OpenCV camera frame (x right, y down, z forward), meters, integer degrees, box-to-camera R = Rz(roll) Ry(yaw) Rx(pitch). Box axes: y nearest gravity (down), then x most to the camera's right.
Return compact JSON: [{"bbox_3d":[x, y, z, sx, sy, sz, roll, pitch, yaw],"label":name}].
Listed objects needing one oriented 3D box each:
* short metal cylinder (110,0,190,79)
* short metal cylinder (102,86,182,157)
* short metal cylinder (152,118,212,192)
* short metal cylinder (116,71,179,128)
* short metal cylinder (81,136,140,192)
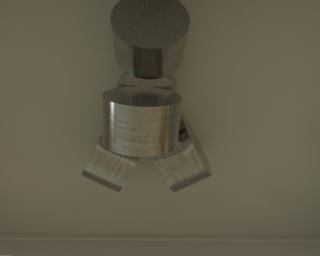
[{"bbox_3d":[-0.011,-0.100,0.336,0.081,0.080,0.050,4,153,-2],"label":"short metal cylinder"},{"bbox_3d":[-0.019,-0.010,0.323,0.081,0.080,0.050,3,110,-1],"label":"short metal cylinder"},{"bbox_3d":[0.026,0.034,0.393,0.050,0.080,0.080,-27,108,10],"label":"short metal cylinder"},{"bbox_3d":[-0.016,-0.035,0.382,0.081,0.050,0.079,0,110,0],"label":"short metal cylinder"},{"bbox_3d":[-0.058,0.034,0.392,0.050,0.080,0.080,28,108,-9],"label":"short metal cylinder"}]
